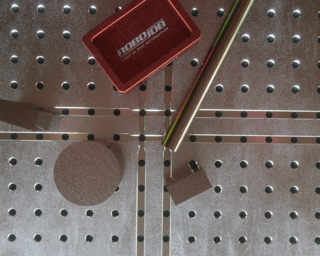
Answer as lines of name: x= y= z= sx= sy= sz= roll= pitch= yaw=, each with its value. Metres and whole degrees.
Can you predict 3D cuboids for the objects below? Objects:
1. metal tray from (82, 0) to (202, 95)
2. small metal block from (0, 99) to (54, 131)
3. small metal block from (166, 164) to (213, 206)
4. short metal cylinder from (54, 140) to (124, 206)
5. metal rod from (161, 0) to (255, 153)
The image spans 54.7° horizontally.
metal tray: x=-0.023 y=-0.117 z=0.410 sx=0.130 sy=0.030 sz=0.090 roll=-36 pitch=90 yaw=-1
small metal block: x=-0.173 y=-0.016 z=0.399 sx=0.050 sy=0.050 sz=0.025 roll=18 pitch=90 yaw=-1
small metal block: x=0.036 y=0.072 z=0.401 sx=0.050 sy=0.050 sz=0.025 roll=-27 pitch=90 yaw=0
short metal cylinder: x=-0.089 y=0.055 z=0.400 sx=0.081 sy=0.050 sz=0.079 roll=0 pitch=90 yaw=-1
metal rod: x=0.080 y=-0.106 z=0.414 sx=0.025 sy=0.025 sz=0.299 roll=27 pitch=90 yaw=-1
